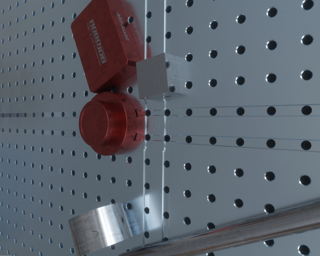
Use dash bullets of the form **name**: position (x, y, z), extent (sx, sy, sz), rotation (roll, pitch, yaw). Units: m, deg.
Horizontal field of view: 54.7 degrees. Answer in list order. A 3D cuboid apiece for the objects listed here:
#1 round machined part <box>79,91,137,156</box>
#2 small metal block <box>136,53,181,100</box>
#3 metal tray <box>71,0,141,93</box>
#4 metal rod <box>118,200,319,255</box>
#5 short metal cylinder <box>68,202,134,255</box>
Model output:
- **round machined part**: position (-0.085, -0.007, 0.466), extent (0.098, 0.042, 0.097), rotation (0, 90, 39)
- **small metal block**: position (-0.003, -0.067, 0.410), extent (0.050, 0.025, 0.050), rotation (-9, 84, 39)
- **metal tray**: position (-0.085, -0.128, 0.474), extent (0.090, 0.030, 0.129), rotation (-31, 71, 35)
- **metal rod**: position (0.052, 0.134, 0.364), extent (0.299, 0.025, 0.025), rotation (-30, 72, 35)
- **short metal cylinder**: position (-0.084, 0.143, 0.440), extent (0.080, 0.081, 0.050), rotation (-32, 71, 35)
